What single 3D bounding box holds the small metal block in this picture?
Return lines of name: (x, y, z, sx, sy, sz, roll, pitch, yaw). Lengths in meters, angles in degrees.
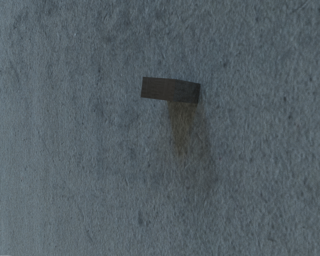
small metal block: (0.013, -0.046, 0.379, 0.050, 0.050, 0.025, 11, 98, 39)
